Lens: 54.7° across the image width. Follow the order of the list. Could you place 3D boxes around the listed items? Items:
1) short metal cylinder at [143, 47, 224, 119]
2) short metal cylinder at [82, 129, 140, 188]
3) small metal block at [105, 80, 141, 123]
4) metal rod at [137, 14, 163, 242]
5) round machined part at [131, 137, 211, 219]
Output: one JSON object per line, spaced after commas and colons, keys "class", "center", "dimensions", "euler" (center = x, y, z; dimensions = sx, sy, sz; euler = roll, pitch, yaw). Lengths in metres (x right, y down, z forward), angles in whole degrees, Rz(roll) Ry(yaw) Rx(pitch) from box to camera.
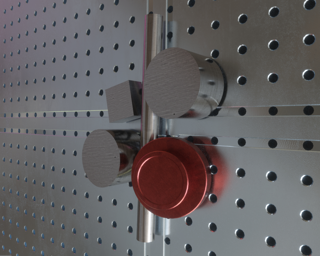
{"class": "short metal cylinder", "center": [0.027, -0.050, 0.365], "dimensions": [0.080, 0.050, 0.079], "euler": [0, 90, 40]}
{"class": "short metal cylinder", "center": [-0.066, 0.041, 0.442], "dimensions": [0.080, 0.050, 0.079], "euler": [0, 90, 40]}
{"class": "small metal block", "center": [-0.050, -0.037, 0.445], "dimensions": [0.050, 0.025, 0.050], "euler": [-14, 81, 39]}
{"class": "metal rod", "center": [-0.014, 0.001, 0.415], "dimensions": [0.025, 0.025, 0.298], "euler": [4, 92, 40]}
{"class": "round machined part", "center": [0.008, 0.060, 0.371], "dimensions": [0.098, 0.042, 0.097], "euler": [0, 89, 24]}
